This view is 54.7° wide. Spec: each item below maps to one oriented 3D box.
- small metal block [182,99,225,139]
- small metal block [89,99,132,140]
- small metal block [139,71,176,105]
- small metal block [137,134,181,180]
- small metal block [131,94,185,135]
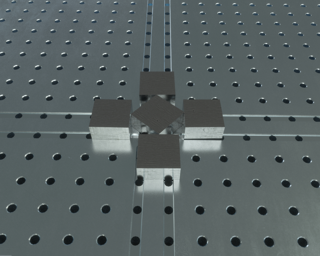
[{"bbox_3d":[0.057,-0.012,0.418,0.050,0.025,0.050,0,50,-1],"label":"small metal block"},{"bbox_3d":[-0.064,-0.012,0.417,0.050,0.025,0.050,1,50,0],"label":"small metal block"},{"bbox_3d":[-0.004,-0.057,0.456,0.050,0.025,0.050,0,50,-1],"label":"small metal block"},{"bbox_3d":[-0.002,0.035,0.378,0.050,0.025,0.050,0,50,0],"label":"small metal block"},{"bbox_3d":[-0.003,-0.012,0.417,0.050,0.025,0.050,35,58,25],"label":"small metal block"}]
